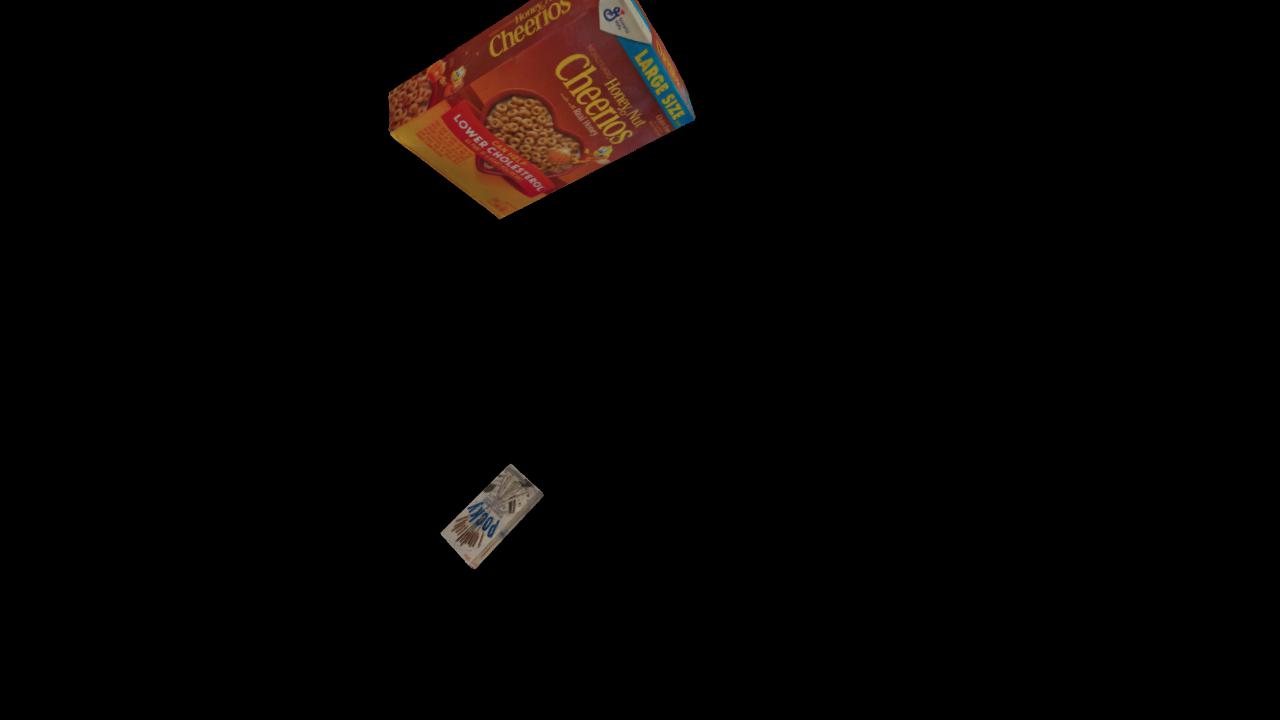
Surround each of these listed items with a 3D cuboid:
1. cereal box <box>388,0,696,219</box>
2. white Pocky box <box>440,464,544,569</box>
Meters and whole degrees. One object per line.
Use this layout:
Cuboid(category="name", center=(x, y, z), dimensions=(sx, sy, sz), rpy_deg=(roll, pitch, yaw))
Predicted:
Cuboid(category="cereal box", center=(-0.112, -0.303, 0.734), dimensions=(0.306, 0.081, 0.203), rpy_deg=(-20, -25, 19))
Cuboid(category="white Pocky box", center=(-0.235, 0.246, 0.982), dimensions=(0.084, 0.154, 0.028), rpy_deg=(32, -22, 33))
